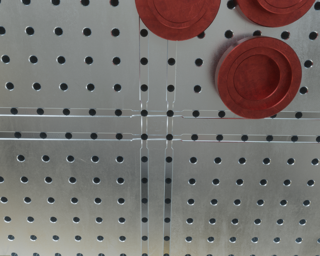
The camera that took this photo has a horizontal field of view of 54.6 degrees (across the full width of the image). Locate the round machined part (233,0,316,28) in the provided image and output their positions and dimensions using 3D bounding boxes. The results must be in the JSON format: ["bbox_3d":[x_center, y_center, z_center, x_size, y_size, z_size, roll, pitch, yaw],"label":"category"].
[{"bbox_3d":[0.132,-0.163,0.345,0.099,0.042,0.097,0,110,0],"label":"round machined part"}]

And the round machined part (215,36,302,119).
[{"bbox_3d":[0.116,-0.063,0.382,0.099,0.042,0.097,0,110,0],"label":"round machined part"}]

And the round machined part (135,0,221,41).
[{"bbox_3d":[0.020,-0.148,0.350,0.099,0.042,0.097,0,110,0],"label":"round machined part"}]
